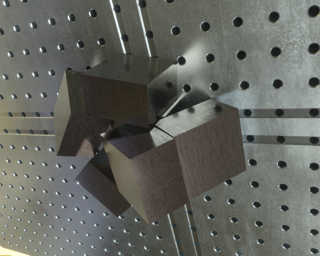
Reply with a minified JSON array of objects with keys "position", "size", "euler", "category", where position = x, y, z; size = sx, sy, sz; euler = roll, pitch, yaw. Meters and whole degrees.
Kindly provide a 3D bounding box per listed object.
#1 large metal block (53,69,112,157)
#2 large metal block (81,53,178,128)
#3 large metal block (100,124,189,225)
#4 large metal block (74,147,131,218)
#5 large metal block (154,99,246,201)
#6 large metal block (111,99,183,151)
[{"position":[-0.106,-0.018,0.413],"size":[0.050,0.080,0.080],"euler":[5,136,-29],"category":"large metal block"},{"position":[-0.032,-0.048,0.364],"size":[0.080,0.080,0.050],"euler":[13,124,21],"category":"large metal block"},{"position":[-0.018,0.044,0.343],"size":[0.080,0.050,0.080],"euler":[28,137,56],"category":"large metal block"},{"position":[-0.059,0.065,0.446],"size":[0.080,0.080,0.050],"euler":[42,129,-2],"category":"large metal block"},{"position":[0.046,0.022,0.354],"size":[0.050,0.081,0.080],"euler":[33,141,58],"category":"large metal block"},{"position":[-0.011,0.009,0.407],"size":[0.080,0.050,0.080],"euler":[1,119,28],"category":"large metal block"}]
